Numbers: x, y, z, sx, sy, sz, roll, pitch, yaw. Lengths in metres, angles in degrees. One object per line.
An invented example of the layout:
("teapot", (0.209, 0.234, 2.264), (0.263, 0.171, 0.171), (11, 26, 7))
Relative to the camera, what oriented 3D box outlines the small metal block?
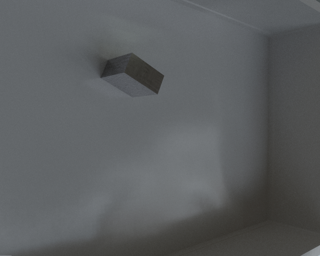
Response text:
("small metal block", (-0.033, -0.060, 0.365), (0.050, 0.050, 0.025), (30, 72, -37))
